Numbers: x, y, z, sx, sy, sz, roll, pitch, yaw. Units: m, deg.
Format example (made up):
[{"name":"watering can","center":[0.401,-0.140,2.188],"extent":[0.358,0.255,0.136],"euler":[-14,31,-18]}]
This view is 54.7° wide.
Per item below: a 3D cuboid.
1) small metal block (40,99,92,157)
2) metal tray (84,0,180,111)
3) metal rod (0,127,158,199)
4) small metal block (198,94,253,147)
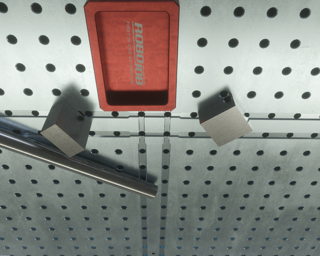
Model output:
[{"name":"small metal block","center":[-0.118,0.000,0.394],"extent":[0.025,0.050,0.050],"euler":[-27,125,21]},{"name":"metal tray","center":[-0.027,-0.078,0.341],"extent":[0.091,0.030,0.129],"euler":[0,130,0]},{"name":"metal rod","center":[-0.140,0.046,0.448],"extent":[0.302,0.025,0.025],"euler":[24,126,-20]},{"name":"small metal block","center":[0.086,-0.009,0.406],"extent":[0.050,0.025,0.050],"euler":[-29,125,22]}]
